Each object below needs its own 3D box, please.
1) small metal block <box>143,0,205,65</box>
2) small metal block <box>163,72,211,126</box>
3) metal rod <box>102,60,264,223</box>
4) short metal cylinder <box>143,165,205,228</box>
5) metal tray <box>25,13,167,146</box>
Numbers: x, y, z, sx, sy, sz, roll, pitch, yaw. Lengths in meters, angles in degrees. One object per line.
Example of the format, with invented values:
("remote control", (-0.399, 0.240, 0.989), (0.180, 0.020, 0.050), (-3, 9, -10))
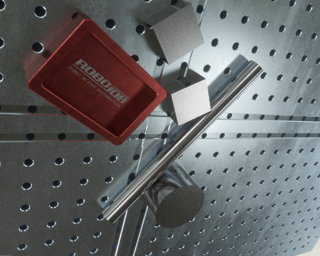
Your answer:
("small metal block", (0.017, -0.109, 0.353), (0.050, 0.025, 0.050), (-33, 129, -7))
("small metal block", (0.036, -0.038, 0.407), (0.050, 0.025, 0.050), (-25, 128, -13))
("metal rod", (0.030, 0.022, 0.440), (0.300, 0.025, 0.025), (-46, 129, 4))
("short metal cylinder", (0.020, 0.104, 0.470), (0.081, 0.050, 0.079), (-14, 124, -21))
("metal tray", (-0.065, -0.047, 0.343), (0.090, 0.030, 0.130), (-47, 129, 5))
